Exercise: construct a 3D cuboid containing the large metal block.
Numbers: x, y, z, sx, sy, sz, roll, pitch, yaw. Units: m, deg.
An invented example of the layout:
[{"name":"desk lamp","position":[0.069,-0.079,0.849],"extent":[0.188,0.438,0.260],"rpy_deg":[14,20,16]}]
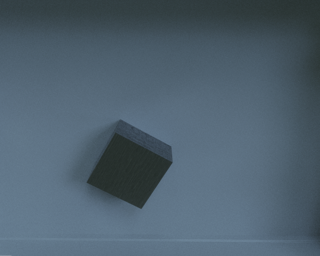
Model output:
[{"name":"large metal block","position":[-0.039,0.048,0.415],"extent":[0.080,0.050,0.080],"rpy_deg":[29,108,-10]}]
